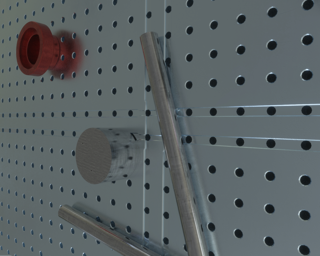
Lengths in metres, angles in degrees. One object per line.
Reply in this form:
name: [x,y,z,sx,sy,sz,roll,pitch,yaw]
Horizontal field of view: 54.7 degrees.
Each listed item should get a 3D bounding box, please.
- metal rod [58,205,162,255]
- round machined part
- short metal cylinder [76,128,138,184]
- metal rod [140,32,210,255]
metal rod: [-0.053,0.171,0.450,0.300,0.025,0.025,12,98,39]
round machined part: [-0.226,-0.145,0.581,0.098,0.042,0.097,0,90,39]
short metal cylinder: [-0.079,0.039,0.456,0.080,0.050,0.079,0,90,39]
metal rod: [0.017,0.019,0.393,0.025,0.025,0.299,-20,77,38]
